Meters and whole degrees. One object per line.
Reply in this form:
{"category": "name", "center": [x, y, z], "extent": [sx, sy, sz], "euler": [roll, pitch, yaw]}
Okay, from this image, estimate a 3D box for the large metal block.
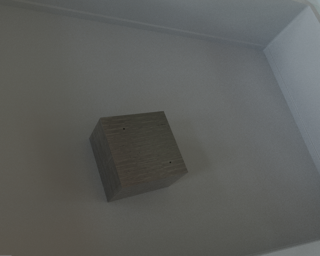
{"category": "large metal block", "center": [-0.026, 0.031, 0.356], "extent": [0.081, 0.050, 0.080], "euler": [-8, 66, -32]}
